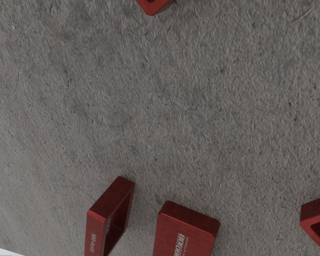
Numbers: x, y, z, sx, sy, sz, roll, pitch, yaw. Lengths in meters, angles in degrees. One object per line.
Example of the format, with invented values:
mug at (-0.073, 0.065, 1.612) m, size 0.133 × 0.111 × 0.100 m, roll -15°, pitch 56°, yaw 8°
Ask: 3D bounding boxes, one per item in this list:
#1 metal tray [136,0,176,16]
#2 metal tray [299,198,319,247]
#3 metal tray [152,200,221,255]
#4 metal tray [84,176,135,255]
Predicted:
metal tray at (0.013, -0.180, 0.285) m, size 0.130 × 0.030 × 0.090 m, roll -29°, pitch 103°, yaw 37°
metal tray at (0.238, 0.106, 0.343) m, size 0.090 × 0.030 × 0.129 m, roll 46°, pitch 129°, yaw -5°
metal tray at (0.038, 0.185, 0.498) m, size 0.090 × 0.030 × 0.129 m, roll 18°, pitch 126°, yaw 17°
metal tray at (-0.082, 0.152, 0.502) m, size 0.030 × 0.090 × 0.129 m, roll 23°, pitch 127°, yaw 14°
